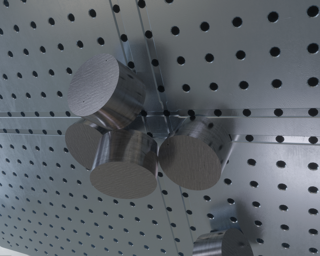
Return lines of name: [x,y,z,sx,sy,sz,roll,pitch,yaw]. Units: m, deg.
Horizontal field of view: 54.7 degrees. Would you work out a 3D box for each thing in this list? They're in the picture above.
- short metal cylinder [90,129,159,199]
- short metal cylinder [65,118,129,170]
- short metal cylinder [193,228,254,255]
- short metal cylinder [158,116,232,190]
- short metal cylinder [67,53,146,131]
short metal cylinder: [-0.042,0.046,0.387,0.080,0.050,0.080,2,137,2]
short metal cylinder: [-0.090,0.017,0.453,0.080,0.050,0.079,13,124,21]
short metal cylinder: [0.092,0.189,0.444,0.050,0.080,0.080,-29,103,37]
short metal cylinder: [0.045,0.031,0.391,0.080,0.050,0.079,13,124,21]
short metal cylinder: [-0.064,-0.042,0.375,0.080,0.080,0.050,-9,156,32]
